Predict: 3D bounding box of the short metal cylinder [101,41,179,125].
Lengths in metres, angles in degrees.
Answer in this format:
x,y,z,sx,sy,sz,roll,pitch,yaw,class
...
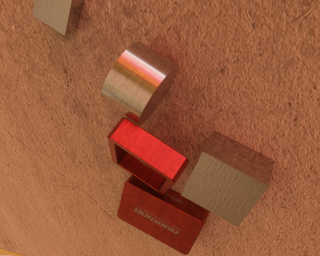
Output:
x,y,z,sx,sy,sz,roll,pitch,yaw,class
-0.022,-0.050,0.352,0.050,0.080,0.079,34,129,5,short metal cylinder

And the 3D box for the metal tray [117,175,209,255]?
x,y,z,sx,sy,sz,roll,pitch,yaw,class
0.001,0.134,0.486,0.130,0.030,0.089,25,127,12,metal tray

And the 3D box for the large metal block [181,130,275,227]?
x,y,z,sx,sy,sz,roll,pitch,yaw,class
0.083,0.063,0.386,0.080,0.050,0.079,28,128,10,large metal block

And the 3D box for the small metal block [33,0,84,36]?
x,y,z,sx,sy,sz,roll,pitch,yaw,class
-0.124,-0.151,0.379,0.050,0.025,0.050,33,129,6,small metal block

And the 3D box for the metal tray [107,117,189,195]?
x,y,z,sx,sy,sz,roll,pitch,yaw,class
-0.019,0.042,0.397,0.090,0.030,0.130,33,161,6,metal tray
